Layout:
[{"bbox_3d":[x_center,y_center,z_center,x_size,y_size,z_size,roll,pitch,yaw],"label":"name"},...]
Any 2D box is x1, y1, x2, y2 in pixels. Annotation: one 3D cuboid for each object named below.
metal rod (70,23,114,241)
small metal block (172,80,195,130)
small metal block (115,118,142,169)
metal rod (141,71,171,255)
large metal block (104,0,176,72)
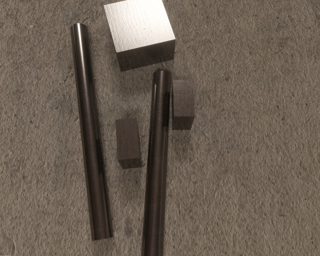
[{"bbox_3d":[-0.093,-0.009,0.410,0.025,0.025,0.299,-10,70,-4],"label":"metal rod"},{"bbox_3d":[0.029,-0.029,0.406,0.025,0.050,0.050,-1,70,-1],"label":"small metal block"},{"bbox_3d":[-0.038,0.021,0.387,0.025,0.050,0.050,-6,70,-2],"label":"small metal block"},{"bbox_3d":[-0.005,0.066,0.383,0.025,0.025,0.299,3,70,1],"label":"metal rod"},{"bbox_3d":[-0.029,-0.136,0.444,0.081,0.050,0.080,-15,71,-6],"label":"large metal block"}]
